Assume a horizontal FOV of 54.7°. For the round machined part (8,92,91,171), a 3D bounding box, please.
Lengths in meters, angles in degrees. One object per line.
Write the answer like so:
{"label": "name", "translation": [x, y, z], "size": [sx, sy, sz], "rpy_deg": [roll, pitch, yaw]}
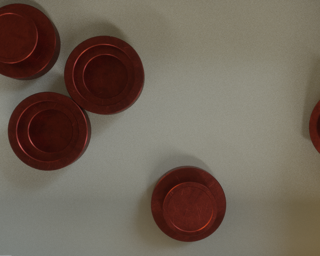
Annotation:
{"label": "round machined part", "translation": [-0.138, 0.004, 0.401], "size": [0.099, 0.042, 0.097], "rpy_deg": [0, 91, 0]}

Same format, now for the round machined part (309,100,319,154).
{"label": "round machined part", "translation": [0.243, -0.002, 0.384], "size": [0.042, 0.098, 0.097], "rpy_deg": [6, 90, -31]}

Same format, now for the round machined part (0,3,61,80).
{"label": "round machined part", "translation": [-0.185, -0.114, 0.401], "size": [0.099, 0.042, 0.097], "rpy_deg": [0, 90, 0]}

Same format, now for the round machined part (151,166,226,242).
{"label": "round machined part", "translation": [0.037, 0.100, 0.403], "size": [0.099, 0.042, 0.097], "rpy_deg": [0, 90, 0]}

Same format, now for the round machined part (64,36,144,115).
{"label": "round machined part", "translation": [-0.069, -0.066, 0.402], "size": [0.099, 0.042, 0.097], "rpy_deg": [0, 90, 0]}
